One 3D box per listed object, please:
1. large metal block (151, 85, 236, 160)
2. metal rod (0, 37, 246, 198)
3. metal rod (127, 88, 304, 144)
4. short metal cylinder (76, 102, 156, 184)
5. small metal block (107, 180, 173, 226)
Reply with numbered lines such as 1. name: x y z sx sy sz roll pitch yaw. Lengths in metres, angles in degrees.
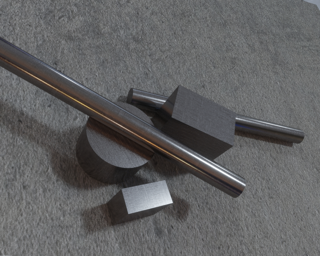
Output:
1. large metal block: 0.036 0.004 0.388 0.080 0.080 0.050 24 53 -14
2. metal rod: -0.040 -0.007 0.323 0.301 0.025 0.025 30 52 -9
3. metal rod: 0.097 -0.013 0.466 0.302 0.025 0.025 11 57 -22
4. short metal cylinder: -0.049 0.017 0.352 0.081 0.050 0.080 14 56 -21
5. small metal block: -0.023 0.080 0.328 0.050 0.050 0.025 -6 65 -31
